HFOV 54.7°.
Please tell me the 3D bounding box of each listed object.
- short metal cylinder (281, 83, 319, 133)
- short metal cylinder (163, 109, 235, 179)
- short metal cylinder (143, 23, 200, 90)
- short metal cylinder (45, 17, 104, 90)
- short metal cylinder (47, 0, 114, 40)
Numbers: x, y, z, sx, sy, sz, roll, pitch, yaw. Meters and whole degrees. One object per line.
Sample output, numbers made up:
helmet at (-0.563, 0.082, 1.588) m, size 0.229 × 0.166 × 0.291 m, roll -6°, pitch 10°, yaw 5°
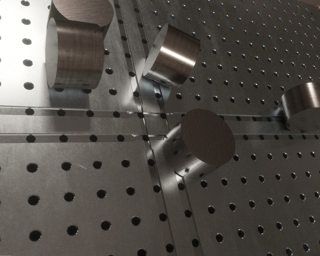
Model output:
short metal cylinder at (0.255, -0.034, 0.534) m, size 0.081 × 0.080 × 0.050 m, roll 14°, pitch 56°, yaw -21°
short metal cylinder at (0.051, 0.021, 0.408) m, size 0.081 × 0.050 × 0.080 m, roll 14°, pitch 56°, yaw -21°
short metal cylinder at (0.015, -0.102, 0.445) m, size 0.050 × 0.080 × 0.080 m, roll 22°, pitch 53°, yaw -16°
short metal cylinder at (-0.104, -0.087, 0.371) m, size 0.050 × 0.080 × 0.080 m, roll -1°, pitch 63°, yaw -29°
short metal cylinder at (-0.110, -0.151, 0.426) m, size 0.081 × 0.050 × 0.080 m, roll 14°, pitch 56°, yaw -21°
